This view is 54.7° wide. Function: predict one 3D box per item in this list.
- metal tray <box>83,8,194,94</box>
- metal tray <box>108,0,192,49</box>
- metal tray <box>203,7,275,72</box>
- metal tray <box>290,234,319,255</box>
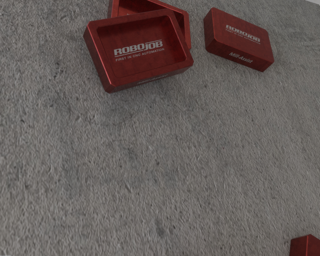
[{"bbox_3d":[-0.027,-0.108,0.426,0.131,0.030,0.090,-21,87,-27],"label":"metal tray"},{"bbox_3d":[-0.016,-0.166,0.492,0.131,0.030,0.090,13,56,-21],"label":"metal tray"},{"bbox_3d":[0.147,-0.164,0.580,0.131,0.030,0.090,15,56,-20],"label":"metal tray"},{"bbox_3d":[0.201,0.211,0.379,0.090,0.030,0.130,32,51,-7],"label":"metal tray"}]
